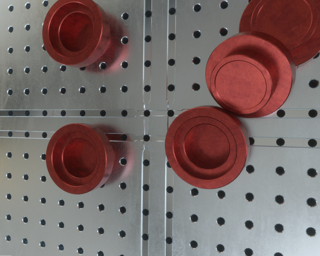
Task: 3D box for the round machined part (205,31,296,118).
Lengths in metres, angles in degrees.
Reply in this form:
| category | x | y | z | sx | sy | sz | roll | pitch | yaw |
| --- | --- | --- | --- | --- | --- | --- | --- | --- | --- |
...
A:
| category | x | y | z | sx | sy | sz | roll | pitch | yaw |
| --- | --- | --- | --- | --- | --- | --- | --- | --- | --- |
| round machined part | 0.096 | -0.054 | 0.347 | 0.098 | 0.042 | 0.097 | 17 | 126 | 26 |

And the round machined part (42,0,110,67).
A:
| category | x | y | z | sx | sy | sz | roll | pitch | yaw |
| --- | --- | --- | --- | --- | --- | --- | --- | --- | --- |
| round machined part | -0.115 | -0.135 | 0.445 | 0.098 | 0.042 | 0.097 | 0 | 90 | 20 |

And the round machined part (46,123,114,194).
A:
| category | x | y | z | sx | sy | sz | roll | pitch | yaw |
| --- | --- | --- | --- | --- | --- | --- | --- | --- | --- |
| round machined part | -0.109 | 0.042 | 0.443 | 0.098 | 0.042 | 0.097 | 0 | 90 | 20 |

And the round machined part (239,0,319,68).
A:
| category | x | y | z | sx | sy | sz | roll | pitch | yaw |
| --- | --- | --- | --- | --- | --- | --- | --- | --- | --- |
| round machined part | 0.140 | -0.116 | 0.354 | 0.098 | 0.042 | 0.097 | 0 | 90 | 20 |

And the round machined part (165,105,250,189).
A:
| category | x | y | z | sx | sy | sz | roll | pitch | yaw |
| --- | --- | --- | --- | --- | --- | --- | --- | --- | --- |
| round machined part | 0.059 | 0.021 | 0.377 | 0.098 | 0.042 | 0.097 | 5 | 101 | 24 |
